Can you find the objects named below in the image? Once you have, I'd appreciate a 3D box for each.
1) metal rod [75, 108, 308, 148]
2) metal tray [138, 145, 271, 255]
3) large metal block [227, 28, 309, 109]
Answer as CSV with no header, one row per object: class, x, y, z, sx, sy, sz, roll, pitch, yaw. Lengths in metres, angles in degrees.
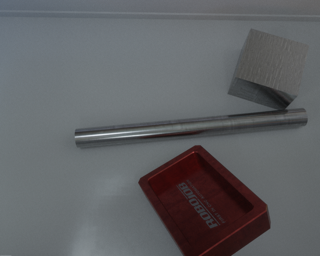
metal rod,0.042,-0.001,0.410,0.302,0.025,0.025,-5,70,-3
metal tray,0.042,0.080,0.339,0.090,0.030,0.130,-30,35,-11
large metal block,0.148,-0.079,0.427,0.080,0.050,0.080,19,71,6
